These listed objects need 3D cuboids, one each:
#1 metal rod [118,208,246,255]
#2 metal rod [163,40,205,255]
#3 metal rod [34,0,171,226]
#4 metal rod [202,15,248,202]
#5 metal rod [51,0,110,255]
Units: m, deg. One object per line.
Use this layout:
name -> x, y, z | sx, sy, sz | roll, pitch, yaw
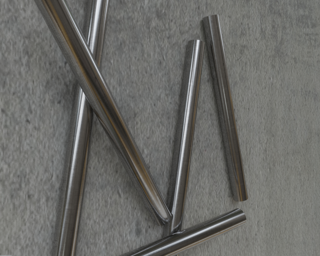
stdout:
metal rod -> -0.009, 0.152, 0.374 | 0.303, 0.025, 0.025 | -10, 97, -32
metal rod -> 0.034, 0.023, 0.435 | 0.025, 0.025, 0.298 | 13, 82, -40
metal rod -> -0.048, -0.001, 0.338 | 0.025, 0.025, 0.299 | -43, 124, -32
metal rod -> 0.106, -0.025, 0.496 | 0.025, 0.025, 0.298 | -20, 103, -39
metal rod -> -0.085, -0.003, 0.334 | 0.025, 0.025, 0.298 | 11, 83, -40
